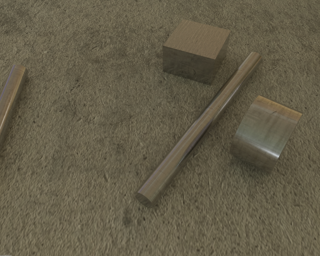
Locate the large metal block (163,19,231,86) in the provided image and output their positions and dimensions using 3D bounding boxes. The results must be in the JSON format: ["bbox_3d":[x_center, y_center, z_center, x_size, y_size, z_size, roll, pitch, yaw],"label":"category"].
[{"bbox_3d":[0.058,-0.121,0.489,0.080,0.050,0.080,19,53,15],"label":"large metal block"}]

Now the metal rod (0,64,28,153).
[{"bbox_3d":[-0.209,0.027,0.378,0.025,0.025,0.300,-2,50,-2],"label":"metal rod"}]

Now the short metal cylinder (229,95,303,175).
[{"bbox_3d":[0.123,0.007,0.362,0.050,0.080,0.080,28,56,22],"label":"short metal cylinder"}]

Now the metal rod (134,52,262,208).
[{"bbox_3d":[0.067,-0.016,0.417,0.025,0.025,0.301,28,55,21],"label":"metal rod"}]
